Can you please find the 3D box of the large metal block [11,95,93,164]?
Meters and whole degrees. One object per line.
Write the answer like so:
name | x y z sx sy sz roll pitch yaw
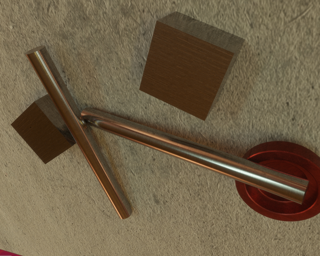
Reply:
large metal block | -0.166 -0.002 0.475 0.080 0.050 0.080 -30 102 37

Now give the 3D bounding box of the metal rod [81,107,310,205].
metal rod | 0.018 0.022 0.375 0.300 0.025 0.025 18 126 30

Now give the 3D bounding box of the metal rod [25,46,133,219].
metal rod | -0.104 0.026 0.448 0.025 0.025 0.299 -2 126 29

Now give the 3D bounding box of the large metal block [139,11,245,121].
large metal block | 0.032 -0.067 0.331 0.080 0.050 0.079 27 128 11

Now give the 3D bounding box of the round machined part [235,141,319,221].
round machined part | 0.140 0.056 0.356 0.098 0.042 0.097 13 124 20
